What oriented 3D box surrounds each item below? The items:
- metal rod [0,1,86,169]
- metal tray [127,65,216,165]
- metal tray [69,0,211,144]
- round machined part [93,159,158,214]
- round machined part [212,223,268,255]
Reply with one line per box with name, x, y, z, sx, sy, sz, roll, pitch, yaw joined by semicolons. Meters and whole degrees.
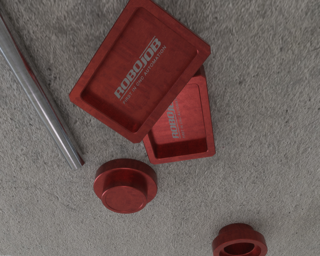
metal rod;-0.152;-0.061;0.353;0.025;0.025;0.299;-10;130;8
metal tray;0.018;-0.013;0.393;0.090;0.030;0.129;-9;130;7
metal tray;-0.022;-0.058;0.322;0.090;0.030;0.129;35;110;-10
round machined part;-0.053;0.095;0.477;0.099;0.042;0.097;0;130;0
round machined part;0.147;0.215;0.581;0.099;0.042;0.097;0;130;0
